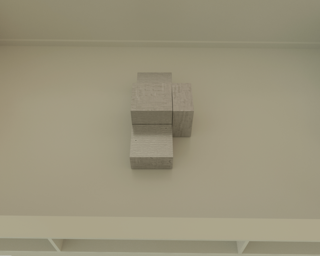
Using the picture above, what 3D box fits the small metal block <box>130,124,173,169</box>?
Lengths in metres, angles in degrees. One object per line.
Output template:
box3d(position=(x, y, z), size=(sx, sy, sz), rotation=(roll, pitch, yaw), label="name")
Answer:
box3d(position=(-0.010, 0.023, 0.384), size=(0.050, 0.025, 0.050), rotation=(0, 50, 0), label="small metal block")

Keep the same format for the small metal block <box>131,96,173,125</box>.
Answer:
box3d(position=(-0.010, -0.014, 0.398), size=(0.050, 0.050, 0.025), rotation=(0, 50, 0), label="small metal block")

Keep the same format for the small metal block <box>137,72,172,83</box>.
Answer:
box3d(position=(-0.008, -0.055, 0.448), size=(0.050, 0.025, 0.050), rotation=(0, 50, 0), label="small metal block")

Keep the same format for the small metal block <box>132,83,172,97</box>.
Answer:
box3d(position=(-0.010, -0.033, 0.414), size=(0.050, 0.050, 0.025), rotation=(0, 50, 0), label="small metal block")

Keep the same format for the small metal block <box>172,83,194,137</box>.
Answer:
box3d(position=(0.028, -0.024, 0.406), size=(0.025, 0.050, 0.050), rotation=(0, 50, 0), label="small metal block")
